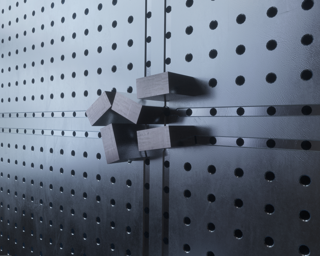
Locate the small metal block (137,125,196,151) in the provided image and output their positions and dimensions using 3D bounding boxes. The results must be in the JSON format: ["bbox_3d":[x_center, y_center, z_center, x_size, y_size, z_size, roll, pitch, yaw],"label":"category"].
[{"bbox_3d":[0.008,0.013,0.385,0.050,0.050,0.025,-10,84,39],"label":"small metal block"}]

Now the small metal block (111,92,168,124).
[{"bbox_3d":[-0.027,-0.026,0.413,0.050,0.050,0.025,30,109,35],"label":"small metal block"}]

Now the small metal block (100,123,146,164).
[{"bbox_3d":[-0.052,0.021,0.433,0.025,0.050,0.050,-23,76,37],"label":"small metal block"}]

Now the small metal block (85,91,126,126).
[{"bbox_3d":[-0.070,-0.027,0.448,0.050,0.050,0.025,-40,66,32],"label":"small metal block"}]

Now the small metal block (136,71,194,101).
[{"bbox_3d":[0.006,-0.050,0.386,0.050,0.050,0.025,-5,87,39],"label":"small metal block"}]
